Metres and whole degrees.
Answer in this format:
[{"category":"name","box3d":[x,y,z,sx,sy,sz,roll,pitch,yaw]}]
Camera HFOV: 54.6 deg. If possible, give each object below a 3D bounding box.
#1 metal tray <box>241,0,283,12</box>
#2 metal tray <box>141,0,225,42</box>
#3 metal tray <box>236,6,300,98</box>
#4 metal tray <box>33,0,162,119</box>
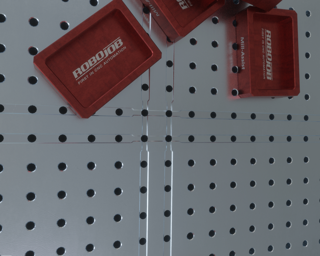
[{"category":"metal tray","box3d":[0.107,-0.220,0.420,0.131,0.030,0.090,8,64,-29]},{"category":"metal tray","box3d":[0.016,-0.194,0.415,0.090,0.030,0.130,-42,103,-15]},{"category":"metal tray","box3d":[0.164,-0.112,0.469,0.091,0.030,0.129,-3,91,-20]},{"category":"metal tray","box3d":[-0.074,-0.084,0.382,0.130,0.030,0.090,-42,103,-15]}]
